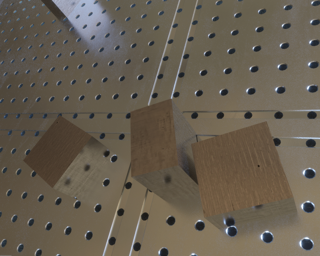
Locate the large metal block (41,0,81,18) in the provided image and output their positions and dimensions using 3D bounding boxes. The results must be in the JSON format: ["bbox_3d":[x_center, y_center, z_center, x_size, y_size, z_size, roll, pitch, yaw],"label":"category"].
[{"bbox_3d":[-0.217,-0.300,0.668,0.050,0.080,0.080,23,74,36],"label":"large metal block"}]

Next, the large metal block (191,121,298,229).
[{"bbox_3d":[0.084,0.050,0.317,0.080,0.050,0.080,-18,55,17],"label":"large metal block"}]

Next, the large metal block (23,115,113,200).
[{"bbox_3d":[-0.128,0.039,0.433,0.080,0.050,0.080,27,76,37],"label":"large metal block"}]

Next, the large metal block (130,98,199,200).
[{"bbox_3d":[0.009,0.027,0.351,0.050,0.080,0.080,-17,55,18],"label":"large metal block"}]
